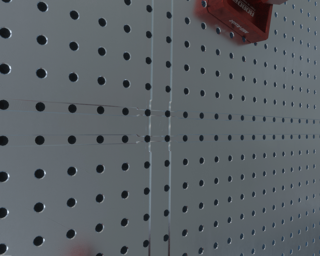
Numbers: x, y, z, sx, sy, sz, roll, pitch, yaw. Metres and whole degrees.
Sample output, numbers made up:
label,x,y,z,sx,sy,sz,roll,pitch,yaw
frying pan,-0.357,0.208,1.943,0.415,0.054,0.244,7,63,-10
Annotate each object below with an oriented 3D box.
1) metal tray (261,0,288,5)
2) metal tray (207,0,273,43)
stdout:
label,x,y,z,sx,sy,sz,roll,pitch,yaw
metal tray,0.180,-0.278,0.526,0.091,0.030,0.129,-23,92,-48
metal tray,0.139,-0.211,0.520,0.131,0.030,0.090,18,79,-39
